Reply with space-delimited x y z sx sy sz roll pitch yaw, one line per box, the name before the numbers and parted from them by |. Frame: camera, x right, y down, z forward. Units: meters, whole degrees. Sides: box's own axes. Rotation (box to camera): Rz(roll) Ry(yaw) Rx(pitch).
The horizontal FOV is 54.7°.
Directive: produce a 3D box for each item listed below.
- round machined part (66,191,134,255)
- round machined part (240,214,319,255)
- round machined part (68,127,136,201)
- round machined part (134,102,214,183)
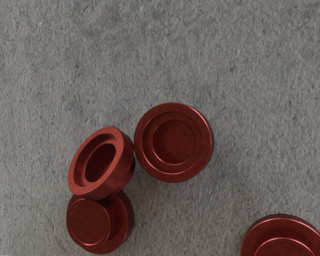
round machined part | -0.089 0.127 0.430 0.098 0.042 0.097 0 90 19
round machined part | 0.141 0.151 0.350 0.098 0.042 0.097 0 90 19
round machined part | -0.071 0.050 0.407 0.098 0.042 0.098 -25 44 27
round machined part | 0.020 0.018 0.392 0.098 0.042 0.097 0 90 19
